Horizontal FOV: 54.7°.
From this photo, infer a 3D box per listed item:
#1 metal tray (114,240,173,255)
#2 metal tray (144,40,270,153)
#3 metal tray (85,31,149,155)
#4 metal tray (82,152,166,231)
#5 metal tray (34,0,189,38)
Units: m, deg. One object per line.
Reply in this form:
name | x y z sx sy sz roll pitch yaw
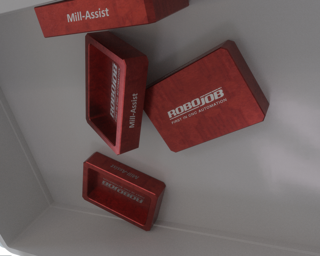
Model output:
metal tray | -0.010 0.245 0.540 0.090 0.030 0.130 -4 134 30
metal tray | 0.046 -0.031 0.362 0.130 0.030 0.090 -24 106 36
metal tray | -0.058 -0.042 0.385 0.090 0.030 0.129 40 135 37
metal tray | -0.062 0.103 0.501 0.130 0.030 0.089 22 127 14
metal tray | -0.047 -0.123 0.315 0.130 0.090 0.030 2 119 27
